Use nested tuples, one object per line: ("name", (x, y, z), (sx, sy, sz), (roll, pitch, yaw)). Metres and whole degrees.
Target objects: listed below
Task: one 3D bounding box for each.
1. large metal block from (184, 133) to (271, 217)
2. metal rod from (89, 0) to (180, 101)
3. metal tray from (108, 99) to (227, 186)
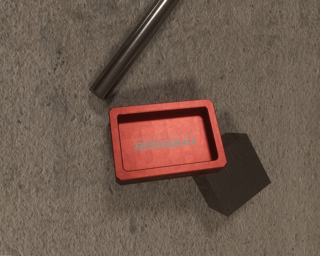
("large metal block", (0.094, 0.061, 0.432), (0.080, 0.050, 0.080), (-32, 101, -17))
("metal rod", (0.005, -0.162, 0.411), (0.025, 0.025, 0.300), (38, 78, -17))
("metal tray", (0.007, 0.016, 0.380), (0.131, 0.030, 0.090), (-6, 69, -9))
